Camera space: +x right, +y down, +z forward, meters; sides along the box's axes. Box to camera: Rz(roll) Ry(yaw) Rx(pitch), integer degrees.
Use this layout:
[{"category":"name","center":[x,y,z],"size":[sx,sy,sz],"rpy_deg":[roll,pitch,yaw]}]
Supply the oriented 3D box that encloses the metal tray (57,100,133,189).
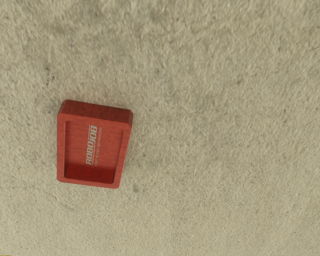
[{"category":"metal tray","center":[-0.092,0.028,0.425],"size":[0.091,0.030,0.129],"rpy_deg":[9,130,-8]}]
